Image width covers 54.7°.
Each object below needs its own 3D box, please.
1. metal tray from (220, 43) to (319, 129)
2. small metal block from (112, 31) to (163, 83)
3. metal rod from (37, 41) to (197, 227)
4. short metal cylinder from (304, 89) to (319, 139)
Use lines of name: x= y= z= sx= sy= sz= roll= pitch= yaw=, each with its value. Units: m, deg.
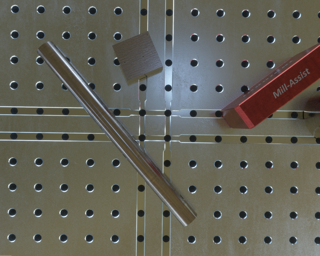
metal tray: x=0.143 y=-0.049 z=0.382 sx=0.130 sy=0.090 sz=0.030 roll=-37 pitch=90 yaw=0
small metal block: x=-0.029 y=-0.093 z=0.413 sx=0.050 sy=0.025 sz=0.050 roll=-23 pitch=90 yaw=-1
metal rod: x=-0.056 y=0.008 z=0.412 sx=0.025 sy=0.025 sz=0.300 roll=-40 pitch=91 yaw=0
short metal cylinder: x=0.240 y=-0.018 z=0.404 sx=0.081 sy=0.050 sz=0.079 roll=0 pitch=90 yaw=-1
